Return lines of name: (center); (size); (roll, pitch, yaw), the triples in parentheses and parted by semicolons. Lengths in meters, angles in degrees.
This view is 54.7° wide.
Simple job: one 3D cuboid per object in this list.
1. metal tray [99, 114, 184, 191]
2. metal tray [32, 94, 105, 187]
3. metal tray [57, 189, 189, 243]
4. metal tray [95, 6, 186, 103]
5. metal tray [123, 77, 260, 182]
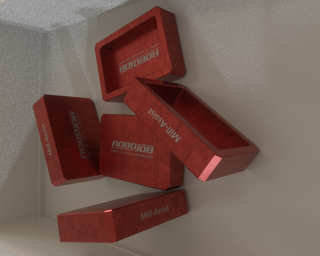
metal tray: (-0.028, 0.028, 0.421); (0.130, 0.030, 0.089); (5, 93, 39)
metal tray: (-0.129, 0.016, 0.466); (0.030, 0.091, 0.129); (-30, 72, 35)
metal tray: (-0.039, 0.101, 0.365); (0.090, 0.131, 0.030); (-16, 81, 38)
metal tray: (-0.032, -0.095, 0.426); (0.130, 0.030, 0.090); (-17, 79, 38)
metal tray: (0.033, -0.004, 0.333); (0.130, 0.091, 0.030); (45, 118, 30)
